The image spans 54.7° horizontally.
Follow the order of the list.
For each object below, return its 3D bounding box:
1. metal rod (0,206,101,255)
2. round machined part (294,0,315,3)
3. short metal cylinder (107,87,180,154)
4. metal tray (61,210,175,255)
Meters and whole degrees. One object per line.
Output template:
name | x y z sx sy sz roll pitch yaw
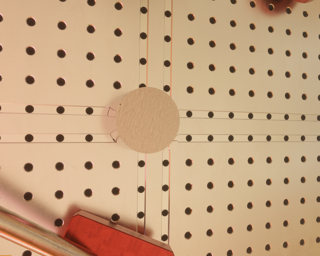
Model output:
metal rod | -0.099 0.140 0.343 0.300 0.025 0.025 41 77 -29
round machined part | 0.226 -0.243 0.462 0.099 0.042 0.097 0 90 -21
short metal cylinder | -0.022 -0.009 0.392 0.081 0.050 0.079 0 90 -21
metal tray | -0.059 0.166 0.372 0.131 0.030 0.090 23 82 -4
